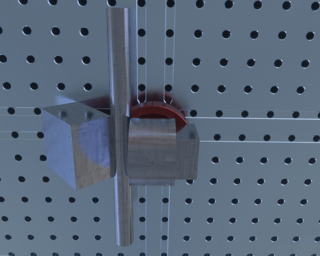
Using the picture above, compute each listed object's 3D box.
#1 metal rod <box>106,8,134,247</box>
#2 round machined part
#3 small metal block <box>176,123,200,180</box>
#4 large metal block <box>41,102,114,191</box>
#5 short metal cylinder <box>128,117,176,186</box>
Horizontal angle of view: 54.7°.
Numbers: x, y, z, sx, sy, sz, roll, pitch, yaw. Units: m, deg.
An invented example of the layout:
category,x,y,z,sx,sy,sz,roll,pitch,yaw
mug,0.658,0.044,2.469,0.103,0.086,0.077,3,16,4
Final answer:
category,x,y,z,sx,sy,sz,roll,pitch,yaw
metal rod,-0.046,0.015,0.374,0.025,0.025,0.298,1,110,-1
round machined part,-0.008,0.011,0.407,0.099,0.042,0.097,0,110,-1
small metal block,0.030,0.027,0.365,0.025,0.050,0.050,1,110,-1
large metal block,-0.102,0.018,0.383,0.050,0.080,0.079,-16,116,-39
short metal cylinder,-0.009,0.027,0.362,0.050,0.080,0.079,1,110,-1
